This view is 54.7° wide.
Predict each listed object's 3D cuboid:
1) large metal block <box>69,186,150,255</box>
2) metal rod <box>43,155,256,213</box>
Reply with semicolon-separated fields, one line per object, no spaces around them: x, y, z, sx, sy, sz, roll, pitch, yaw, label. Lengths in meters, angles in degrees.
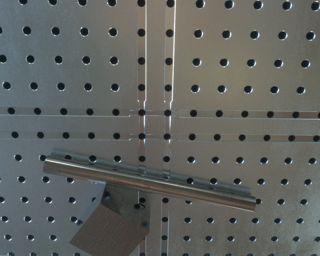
-0.071;0.143;0.452;0.080;0.050;0.080;35;106;-12;large metal block
-0.011;0.081;0.443;0.302;0.025;0.025;12;110;-5;metal rod
